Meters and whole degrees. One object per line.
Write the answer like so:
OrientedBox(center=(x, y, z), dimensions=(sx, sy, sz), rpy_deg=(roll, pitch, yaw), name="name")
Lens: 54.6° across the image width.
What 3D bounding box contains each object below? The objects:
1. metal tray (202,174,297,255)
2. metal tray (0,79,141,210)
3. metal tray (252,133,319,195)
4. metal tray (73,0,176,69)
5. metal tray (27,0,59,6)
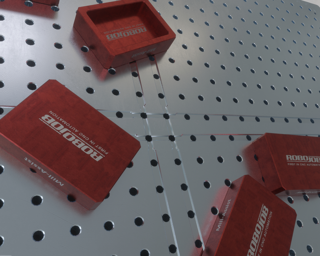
OrientedBox(center=(0.114, 0.134, 0.384), dimensions=(0.090, 0.030, 0.130), rpy_deg=(37, 51, -3), name="metal tray")
OrientedBox(center=(-0.098, 0.016, 0.343), dimensions=(0.130, 0.030, 0.090), rpy_deg=(37, 51, -4), name="metal tray")
OrientedBox(center=(0.215, 0.057, 0.485), dimensions=(0.131, 0.030, 0.090), rpy_deg=(4, 60, -26), name="metal tray")
OrientedBox(center=(-0.050, -0.147, 0.467), dimensions=(0.131, 0.030, 0.090), rpy_deg=(-29, 78, -37), name="metal tray")
OrientedBox(center=(-0.193, -0.242, 0.447), dimensions=(0.091, 0.030, 0.130), rpy_deg=(3, 61, -27), name="metal tray")
